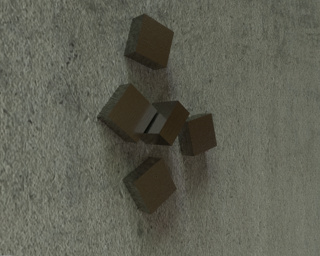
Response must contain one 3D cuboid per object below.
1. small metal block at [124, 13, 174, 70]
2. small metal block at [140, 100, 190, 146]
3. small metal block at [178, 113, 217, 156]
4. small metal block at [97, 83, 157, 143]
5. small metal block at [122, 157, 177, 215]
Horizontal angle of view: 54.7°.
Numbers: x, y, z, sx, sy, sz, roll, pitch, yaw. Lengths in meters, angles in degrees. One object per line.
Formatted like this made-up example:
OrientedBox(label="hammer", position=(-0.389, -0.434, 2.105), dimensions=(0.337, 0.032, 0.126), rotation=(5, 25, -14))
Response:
OrientedBox(label="small metal block", position=(-0.013, -0.107, 0.393), dimensions=(0.050, 0.025, 0.050), rotation=(19, 78, -38))
OrientedBox(label="small metal block", position=(0.002, -0.006, 0.390), dimensions=(0.025, 0.050, 0.050), rotation=(45, 63, -31))
OrientedBox(label="small metal block", position=(0.053, 0.009, 0.449), dimensions=(0.050, 0.025, 0.050), rotation=(-19, 102, -38))
OrientedBox(label="small metal block", position=(-0.038, -0.017, 0.372), dimensions=(0.050, 0.025, 0.050), rotation=(46, 63, -31))
OrientedBox(label="small metal block", position=(-0.012, 0.072, 0.394), dimensions=(0.050, 0.025, 0.050), rotation=(-38, 114, -33))
